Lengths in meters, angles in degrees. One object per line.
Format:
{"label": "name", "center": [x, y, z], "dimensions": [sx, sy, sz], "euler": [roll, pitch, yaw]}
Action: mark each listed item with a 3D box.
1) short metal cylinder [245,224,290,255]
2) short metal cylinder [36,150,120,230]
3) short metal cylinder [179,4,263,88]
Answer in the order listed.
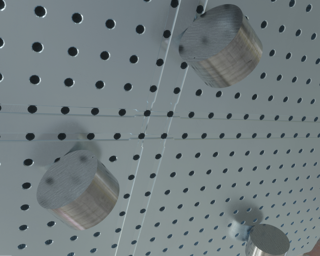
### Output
{"label": "short metal cylinder", "center": [0.226, 0.251, 0.654], "dimensions": [0.081, 0.080, 0.050], "euler": [-10, 123, -23]}
{"label": "short metal cylinder", "center": [-0.096, 0.073, 0.368], "dimensions": [0.080, 0.080, 0.050], "euler": [-35, 129, -5]}
{"label": "short metal cylinder", "center": [0.069, -0.093, 0.356], "dimensions": [0.080, 0.080, 0.050], "euler": [-48, 129, 5]}
